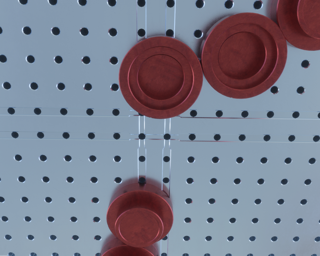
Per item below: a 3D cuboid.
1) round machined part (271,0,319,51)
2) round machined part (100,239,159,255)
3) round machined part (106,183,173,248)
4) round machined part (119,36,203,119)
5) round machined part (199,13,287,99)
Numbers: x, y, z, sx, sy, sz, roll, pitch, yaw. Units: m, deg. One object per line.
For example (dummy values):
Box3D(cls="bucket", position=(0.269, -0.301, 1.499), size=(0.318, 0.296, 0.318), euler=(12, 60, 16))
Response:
Box3D(cls="round machined part", position=(0.184, -0.138, 0.356), size=(0.099, 0.042, 0.097), euler=(0, 110, -1))
Box3D(cls="round machined part", position=(-0.050, 0.224, 0.486), size=(0.099, 0.042, 0.097), euler=(0, 110, -1))
Box3D(cls="round machined part", position=(-0.029, 0.134, 0.453), size=(0.099, 0.042, 0.097), euler=(0, 110, -1))
Box3D(cls="round machined part", position=(0.001, -0.064, 0.381), size=(0.099, 0.042, 0.097), euler=(0, 110, 0))
Box3D(cls="round machined part", position=(0.096, -0.087, 0.374), size=(0.099, 0.042, 0.097), euler=(0, 110, -1))
